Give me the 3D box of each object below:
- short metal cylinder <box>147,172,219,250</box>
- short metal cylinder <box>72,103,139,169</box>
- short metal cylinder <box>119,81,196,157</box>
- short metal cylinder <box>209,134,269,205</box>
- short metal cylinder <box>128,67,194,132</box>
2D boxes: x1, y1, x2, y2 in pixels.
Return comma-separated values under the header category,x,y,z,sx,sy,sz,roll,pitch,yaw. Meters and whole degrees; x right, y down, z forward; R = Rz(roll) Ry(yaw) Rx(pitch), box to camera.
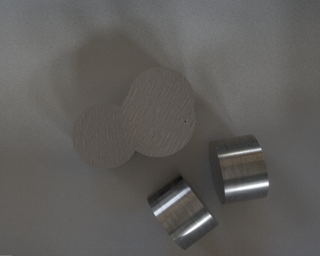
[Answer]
category,x,y,z,sx,sy,sz,roll,pitch,yaw
short metal cylinder,0.028,0.101,0.384,0.050,0.080,0.080,-38,90,0
short metal cylinder,-0.066,0.010,0.398,0.081,0.050,0.079,0,90,-1
short metal cylinder,-0.003,-0.009,0.349,0.081,0.050,0.079,0,90,-1
short metal cylinder,0.095,0.051,0.385,0.050,0.080,0.080,-10,90,0
short metal cylinder,0.001,-0.034,0.399,0.081,0.050,0.079,0,90,-1
